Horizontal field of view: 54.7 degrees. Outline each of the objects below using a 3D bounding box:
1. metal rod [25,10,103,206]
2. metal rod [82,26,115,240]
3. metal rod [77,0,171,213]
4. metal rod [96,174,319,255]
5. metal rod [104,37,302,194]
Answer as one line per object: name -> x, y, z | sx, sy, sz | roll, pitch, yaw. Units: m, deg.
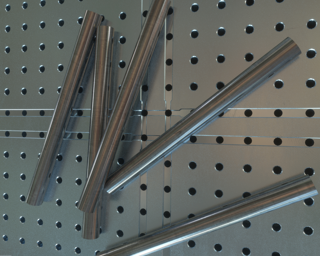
metal rod -> -0.145, -0.025, 0.461 | 0.025, 0.025, 0.298 | 22, 97, 18
metal rod -> -0.088, 0.007, 0.442 | 0.025, 0.025, 0.298 | 5, 92, 19
metal rod -> -0.048, -0.031, 0.415 | 0.025, 0.025, 0.298 | 21, 92, 18
metal rod -> 0.045, 0.127, 0.396 | 0.300, 0.025, 0.025 | -26, 82, 17
metal rod -> 0.041, -0.006, 0.397 | 0.300, 0.025, 0.025 | -38, 78, 15
